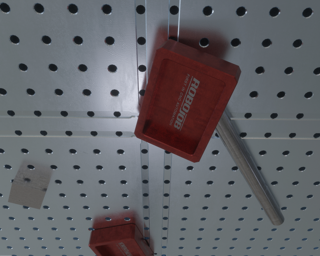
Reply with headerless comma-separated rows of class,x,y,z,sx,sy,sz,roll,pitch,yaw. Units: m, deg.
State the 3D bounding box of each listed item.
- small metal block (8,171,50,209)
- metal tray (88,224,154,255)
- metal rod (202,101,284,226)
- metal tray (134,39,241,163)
small metal block,-0.209,0.100,0.495,0.050,0.025,0.050,19,128,-16
metal tray,-0.073,0.243,0.614,0.090,0.030,0.129,-13,129,10
metal rod,0.134,0.064,0.466,0.025,0.025,0.300,-24,127,19
metal tray,0.027,-0.027,0.366,0.090,0.030,0.129,23,129,6
